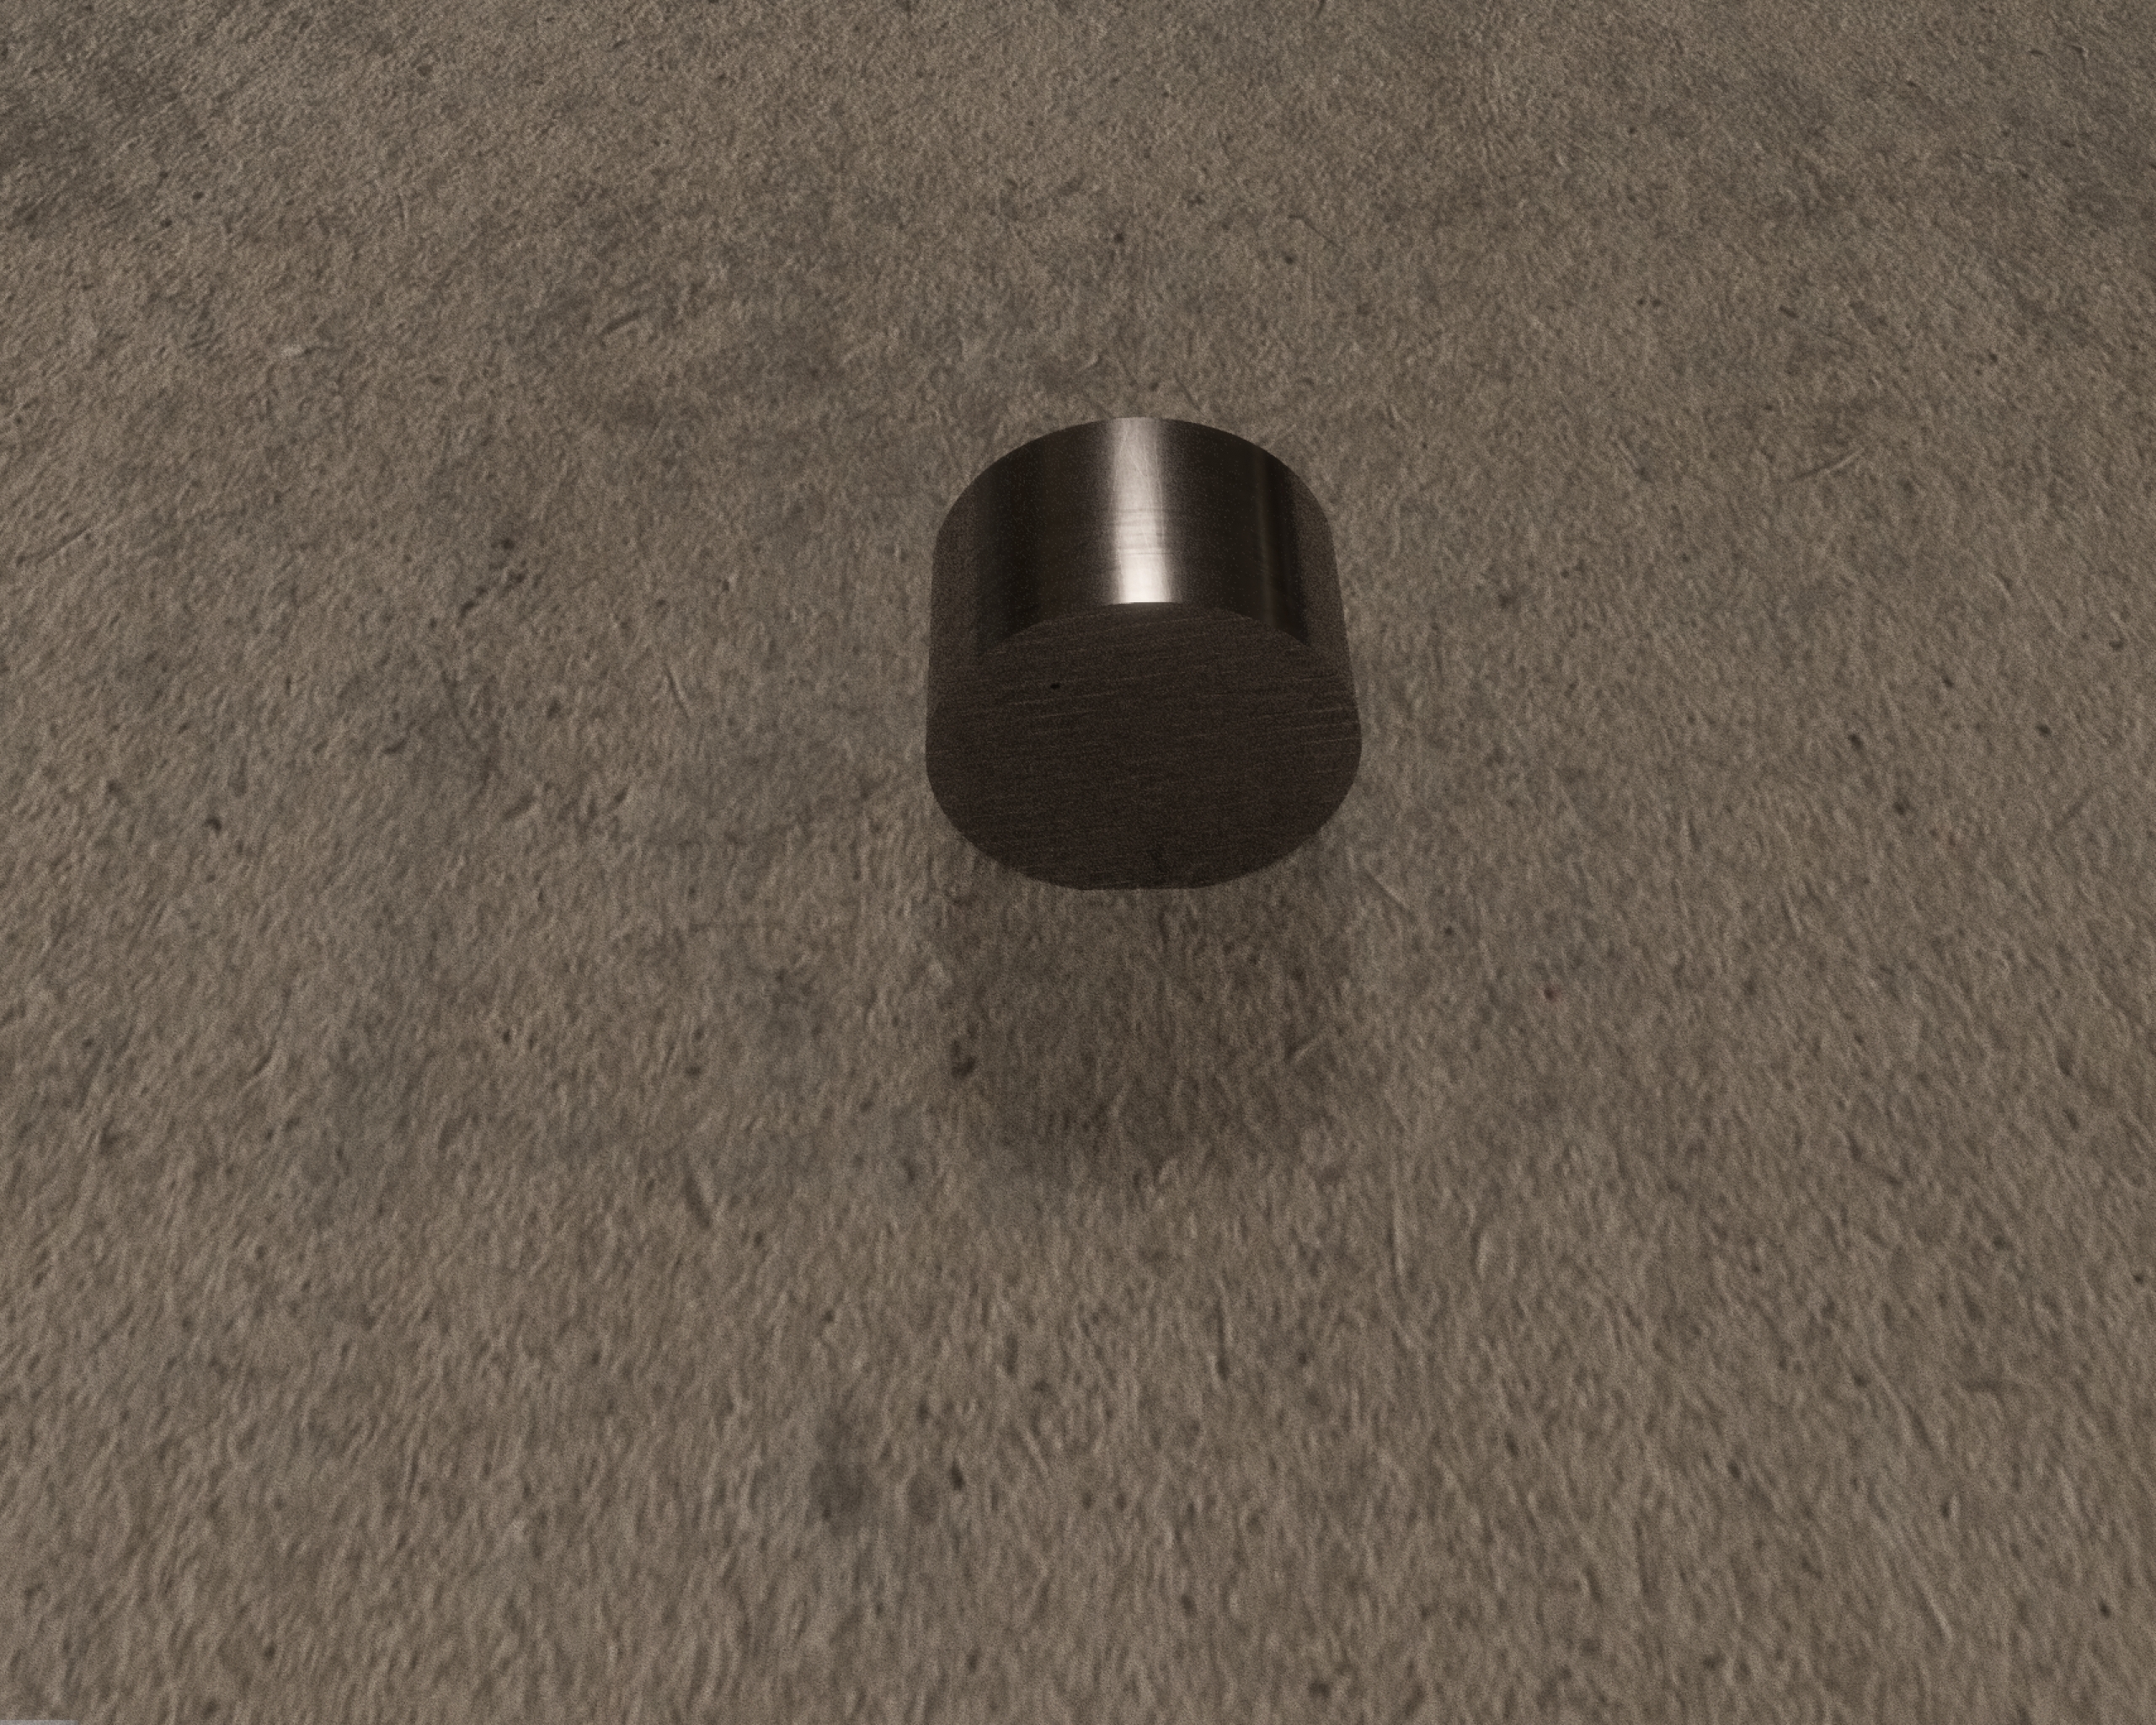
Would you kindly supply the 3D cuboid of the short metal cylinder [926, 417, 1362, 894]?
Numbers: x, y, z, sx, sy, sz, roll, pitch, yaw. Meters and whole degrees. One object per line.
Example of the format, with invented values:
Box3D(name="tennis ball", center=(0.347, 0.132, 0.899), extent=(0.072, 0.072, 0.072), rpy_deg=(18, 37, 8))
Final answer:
Box3D(name="short metal cylinder", center=(0.012, -0.038, 0.402), extent=(0.081, 0.080, 0.050), rpy_deg=(-1, 50, -1))
